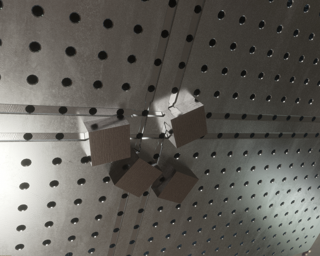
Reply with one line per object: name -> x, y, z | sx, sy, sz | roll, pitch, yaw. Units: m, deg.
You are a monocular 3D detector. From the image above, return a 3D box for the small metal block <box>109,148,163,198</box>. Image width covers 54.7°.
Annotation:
small metal block -> -0.033, 0.063, 0.434 | 0.050, 0.025, 0.050 | -48, 129, 5

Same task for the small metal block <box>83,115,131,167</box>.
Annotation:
small metal block -> -0.065, 0.015, 0.386 | 0.050, 0.025, 0.050 | -12, 124, -22

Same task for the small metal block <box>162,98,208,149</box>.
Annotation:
small metal block -> 0.035, -0.007, 0.428 | 0.050, 0.025, 0.050 | -24, 128, -14

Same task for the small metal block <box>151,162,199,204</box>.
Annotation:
small metal block -> 0.023, 0.085, 0.479 | 0.050, 0.025, 0.050 | 25, 104, -37
